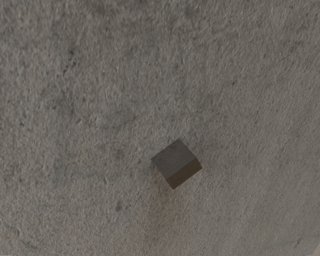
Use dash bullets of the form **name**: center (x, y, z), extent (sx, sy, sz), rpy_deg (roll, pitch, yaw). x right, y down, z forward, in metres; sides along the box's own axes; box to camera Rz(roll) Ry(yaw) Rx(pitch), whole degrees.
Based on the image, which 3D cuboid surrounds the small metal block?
- **small metal block**: center (0.023, 0.049, 0.433), extent (0.050, 0.050, 0.025), rpy_deg (-36, 129, -5)
